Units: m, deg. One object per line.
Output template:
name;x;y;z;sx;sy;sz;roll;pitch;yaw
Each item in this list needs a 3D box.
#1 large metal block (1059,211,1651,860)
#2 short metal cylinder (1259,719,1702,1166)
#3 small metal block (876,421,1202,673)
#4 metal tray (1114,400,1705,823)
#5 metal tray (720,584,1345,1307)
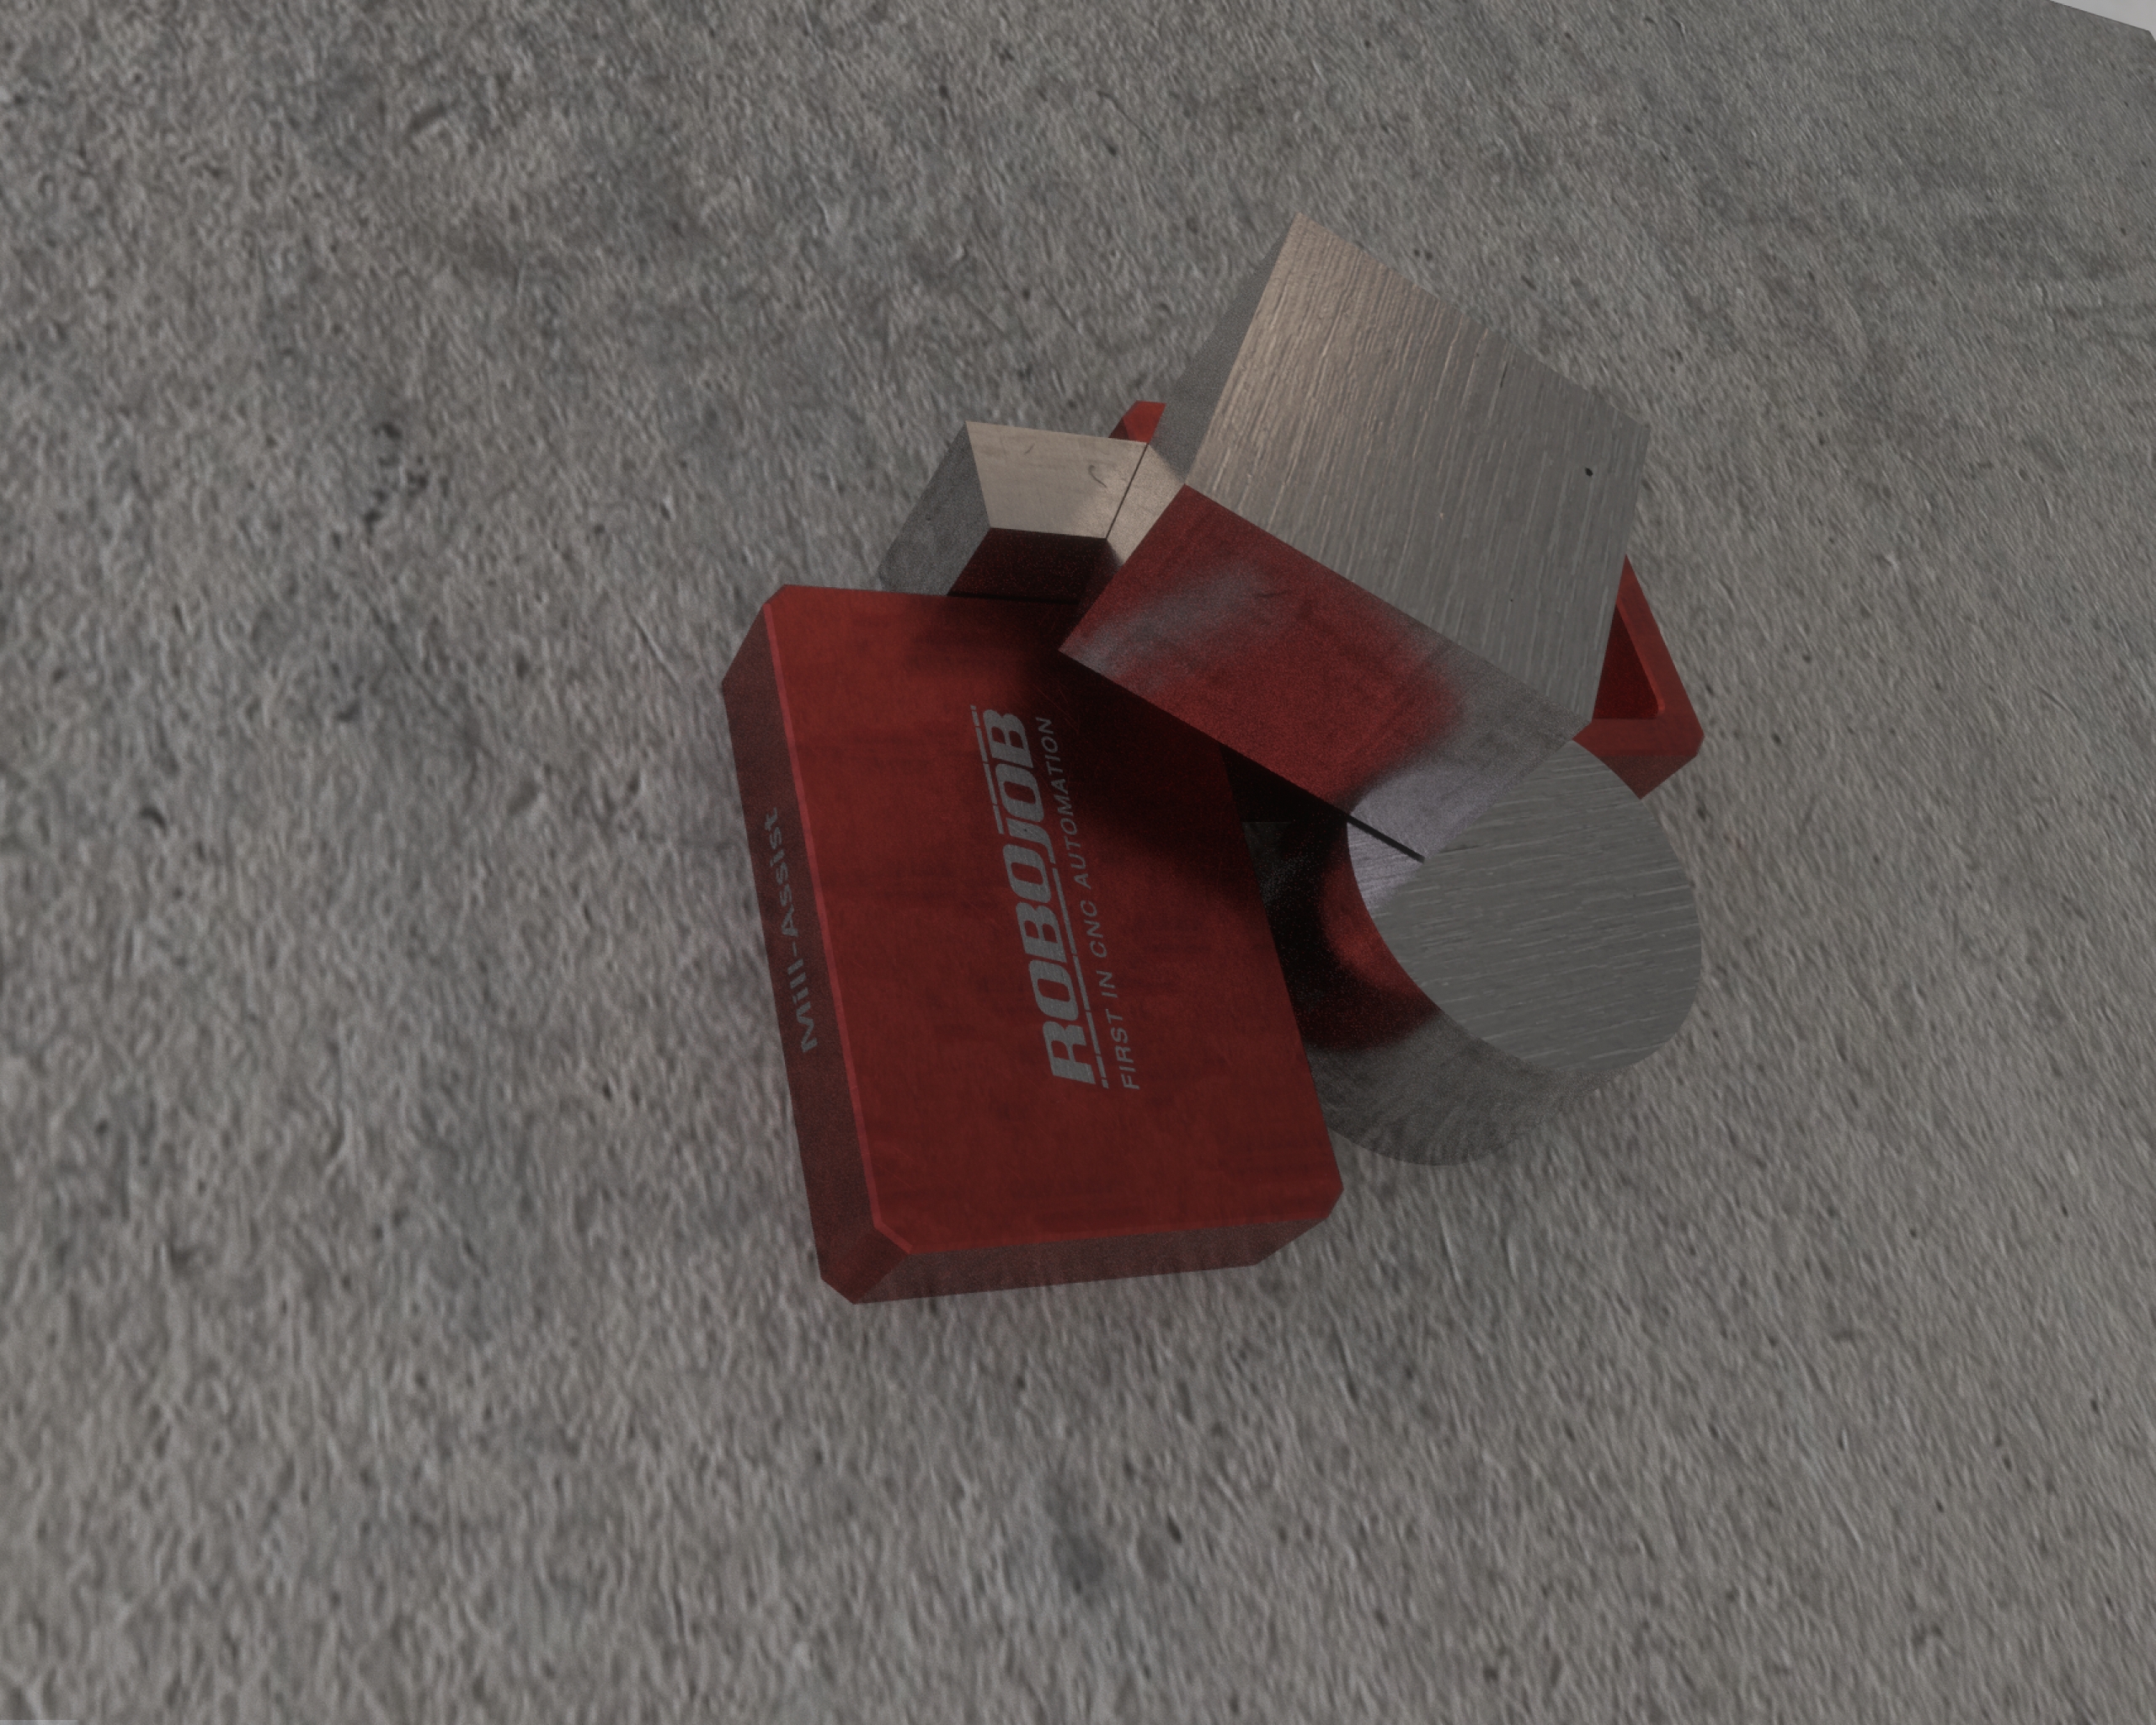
large metal block;0.053;-0.061;0.389;0.080;0.050;0.080;29;52;-10
short metal cylinder;0.077;0.015;0.421;0.081;0.050;0.080;13;57;-20
small metal block;-0.007;-0.061;0.423;0.050;0.050;0.025;1;62;-28
metal tray;0.071;-0.056;0.474;0.131;0.030;0.090;-2;63;-29
metal tray;-0.011;0.012;0.390;0.091;0.030;0.130;1;62;-28
